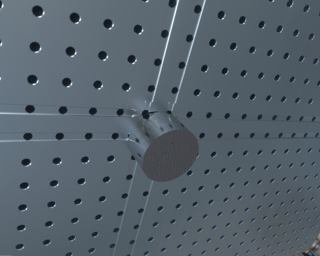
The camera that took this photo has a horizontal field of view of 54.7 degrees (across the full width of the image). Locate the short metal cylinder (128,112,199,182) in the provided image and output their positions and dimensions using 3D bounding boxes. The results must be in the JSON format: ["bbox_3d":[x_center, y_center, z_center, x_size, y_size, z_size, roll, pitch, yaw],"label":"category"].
[{"bbox_3d":[0.004,0.025,0.414,0.081,0.050,0.079,-14,125,-21],"label":"short metal cylinder"}]
